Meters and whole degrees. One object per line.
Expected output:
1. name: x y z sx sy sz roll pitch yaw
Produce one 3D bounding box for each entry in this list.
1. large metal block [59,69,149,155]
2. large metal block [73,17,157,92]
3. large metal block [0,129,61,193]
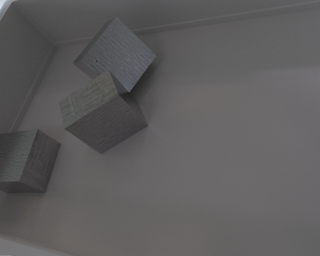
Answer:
1. large metal block: -0.075 -0.019 0.422 0.080 0.080 0.050 -31 52 8
2. large metal block: -0.067 -0.102 0.459 0.080 0.080 0.050 -56 27 -11
3. large metal block: -0.208 0.052 0.468 0.080 0.050 0.080 -6 59 25
